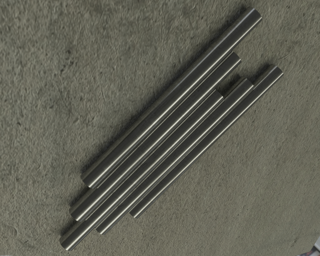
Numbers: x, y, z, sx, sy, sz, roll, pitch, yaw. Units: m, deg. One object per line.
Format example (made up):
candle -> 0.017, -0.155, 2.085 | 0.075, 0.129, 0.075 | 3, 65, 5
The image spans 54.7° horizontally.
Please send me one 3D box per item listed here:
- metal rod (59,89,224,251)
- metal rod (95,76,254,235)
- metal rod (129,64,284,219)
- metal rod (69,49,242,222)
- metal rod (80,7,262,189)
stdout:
metal rod -> -0.027, 0.058, 0.431 | 0.300, 0.025, 0.025 | -45, 130, 3
metal rod -> 0.018, 0.041, 0.445 | 0.300, 0.025, 0.025 | -45, 130, 3
metal rod -> 0.064, 0.021, 0.458 | 0.300, 0.025, 0.025 | -45, 130, 3
metal rod -> -0.008, 0.012, 0.413 | 0.300, 0.025, 0.025 | -45, 130, 3
metal rod -> 0.012, -0.036, 0.394 | 0.300, 0.025, 0.025 | -45, 130, 3
